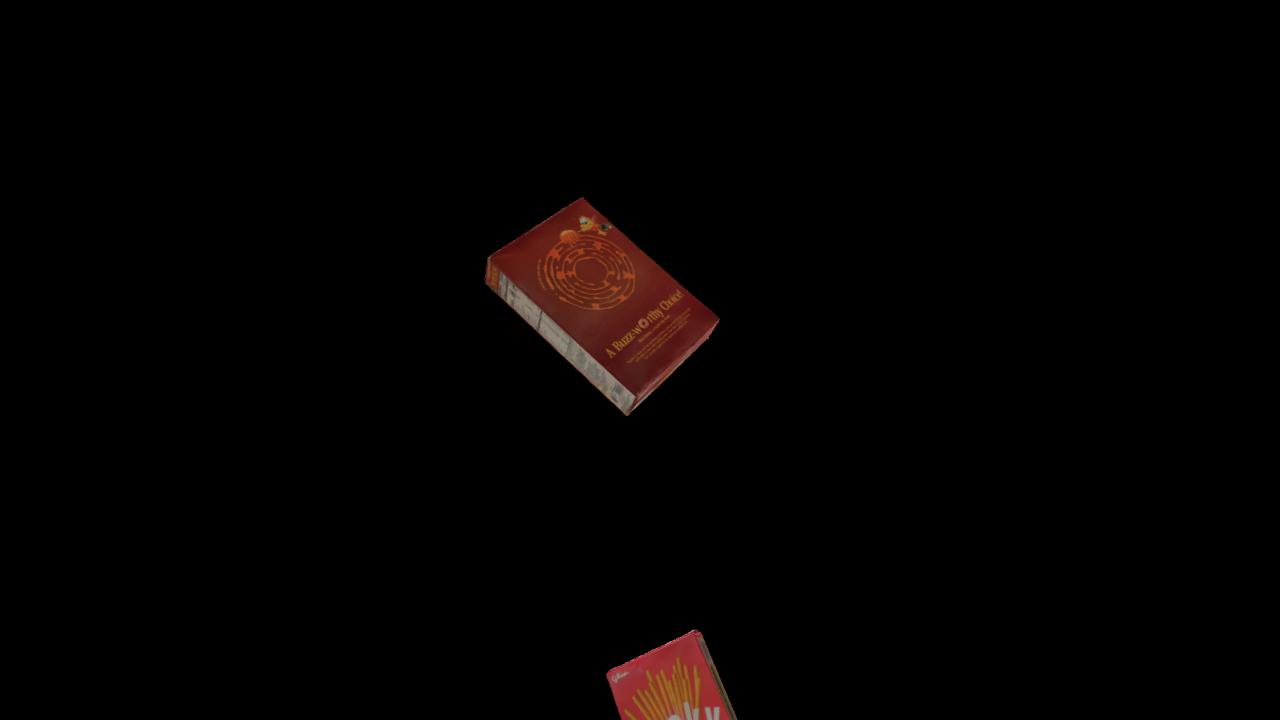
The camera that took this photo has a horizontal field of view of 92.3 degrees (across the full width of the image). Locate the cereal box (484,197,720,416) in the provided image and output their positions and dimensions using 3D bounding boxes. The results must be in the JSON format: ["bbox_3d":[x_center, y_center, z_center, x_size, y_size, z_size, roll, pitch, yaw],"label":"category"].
[{"bbox_3d":[-0.057,-0.090,0.938,0.203,0.306,0.081,-43,-11,-31],"label":"cereal box"}]

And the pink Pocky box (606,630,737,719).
[{"bbox_3d":[0.040,0.302,0.475,0.084,0.155,0.029,-28,-27,7],"label":"pink Pocky box"}]
